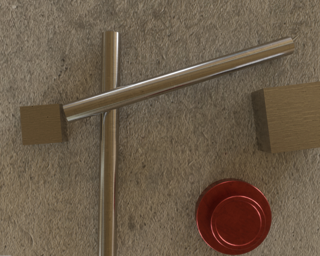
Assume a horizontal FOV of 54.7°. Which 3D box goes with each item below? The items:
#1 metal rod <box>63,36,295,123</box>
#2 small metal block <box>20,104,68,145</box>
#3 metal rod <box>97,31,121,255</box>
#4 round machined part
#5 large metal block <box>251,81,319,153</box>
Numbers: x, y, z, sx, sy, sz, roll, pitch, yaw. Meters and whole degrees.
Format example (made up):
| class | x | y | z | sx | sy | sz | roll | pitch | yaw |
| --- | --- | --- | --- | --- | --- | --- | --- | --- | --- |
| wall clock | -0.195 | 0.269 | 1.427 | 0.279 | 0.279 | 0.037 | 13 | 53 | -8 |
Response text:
| class | x | y | z | sx | sy | sz | roll | pitch | yaw |
| --- | --- | --- | --- | --- | --- | --- | --- | --- | --- |
| metal rod | 0.029 | -0.064 | 0.394 | 0.302 | 0.025 | 0.025 | -18 | 90 | -7 |
| small metal block | -0.152 | -0.005 | 0.408 | 0.050 | 0.025 | 0.050 | -4 | 90 | -1 |
| metal rod | -0.067 | 0.025 | 0.409 | 0.025 | 0.025 | 0.298 | 1 | 90 | -1 |
| round machined part | 0.097 | 0.117 | 0.403 | 0.099 | 0.042 | 0.097 | 0 | 90 | -1 |
| large metal block | 0.170 | -0.014 | 0.400 | 0.081 | 0.050 | 0.079 | -7 | 90 | -1 |
